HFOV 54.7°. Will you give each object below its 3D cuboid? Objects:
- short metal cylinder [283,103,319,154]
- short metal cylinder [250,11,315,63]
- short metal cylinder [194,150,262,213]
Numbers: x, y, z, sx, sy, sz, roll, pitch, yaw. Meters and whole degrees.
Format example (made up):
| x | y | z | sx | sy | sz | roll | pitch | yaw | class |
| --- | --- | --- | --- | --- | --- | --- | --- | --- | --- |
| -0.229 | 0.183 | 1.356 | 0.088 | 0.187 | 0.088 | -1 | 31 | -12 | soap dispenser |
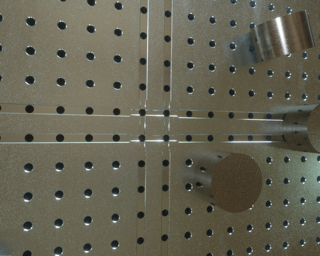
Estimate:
| x | y | z | sx | sy | sz | roll | pitch | yaw | class |
| --- | --- | --- | --- | --- | --- | --- | --- | --- | --- |
| 0.246 | 0.000 | 0.492 | 0.081 | 0.050 | 0.079 | 0 | 90 | -20 | short metal cylinder |
| 0.177 | -0.131 | 0.450 | 0.081 | 0.080 | 0.050 | -18 | 97 | -19 | short metal cylinder |
| 0.095 | 0.073 | 0.436 | 0.081 | 0.050 | 0.079 | 0 | 90 | -20 | short metal cylinder |
